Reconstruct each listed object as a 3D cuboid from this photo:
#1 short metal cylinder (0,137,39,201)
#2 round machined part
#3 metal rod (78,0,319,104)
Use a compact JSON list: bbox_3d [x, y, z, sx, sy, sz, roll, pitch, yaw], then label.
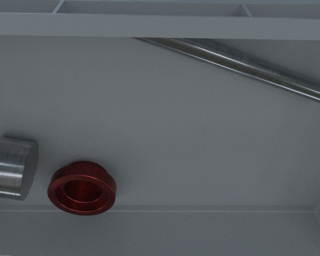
[{"bbox_3d":[-0.201,0.054,0.416,0.050,0.080,0.079,11,129,-10],"label":"short metal cylinder"},{"bbox_3d":[-0.115,0.088,0.471,0.099,0.042,0.097,-1,130,0],"label":"round machined part"},{"bbox_3d":[0.063,-0.080,0.342,0.302,0.025,0.025,16,128,-14],"label":"metal rod"}]
